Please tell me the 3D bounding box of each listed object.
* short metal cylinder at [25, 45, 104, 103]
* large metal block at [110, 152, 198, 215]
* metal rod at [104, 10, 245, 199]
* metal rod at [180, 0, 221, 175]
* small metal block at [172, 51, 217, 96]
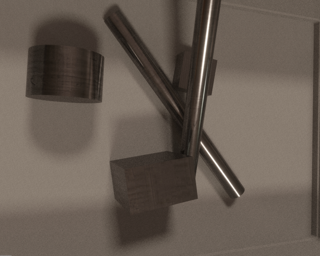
[{"bbox_3d":[-0.104,-0.056,0.343,0.081,0.080,0.050,3,89,-20],"label":"short metal cylinder"},{"bbox_3d":[-0.011,0.062,0.378,0.081,0.080,0.050,-8,93,-20],"label":"large metal block"},{"bbox_3d":[0.026,-0.023,0.421,0.025,0.025,0.299,-40,103,-16],"label":"metal rod"},{"bbox_3d":[0.046,-0.058,0.363,0.025,0.025,0.298,-6,117,-20],"label":"metal rod"},{"bbox_3d":[0.048,-0.074,0.429,0.050,0.025,0.050,11,86,-20],"label":"small metal block"}]
